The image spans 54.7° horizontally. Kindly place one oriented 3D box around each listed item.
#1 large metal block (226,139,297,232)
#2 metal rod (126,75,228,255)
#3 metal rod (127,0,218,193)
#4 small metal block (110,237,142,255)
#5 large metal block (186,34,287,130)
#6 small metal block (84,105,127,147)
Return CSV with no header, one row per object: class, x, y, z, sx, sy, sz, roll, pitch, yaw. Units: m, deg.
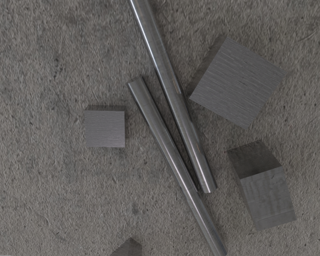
large metal block,0.131,0.073,0.409,0.050,0.080,0.080,-20,109,7
metal rod,0.031,0.066,0.434,0.025,0.025,0.299,-24,109,8
metal rod,0.017,-0.046,0.393,0.025,0.025,0.299,-20,109,7
small metal block,-0.055,0.205,0.471,0.025,0.050,0.050,42,105,-14
large metal block,0.088,-0.057,0.376,0.080,0.050,0.080,28,108,-10
small metal block,-0.070,-0.003,0.408,0.050,0.025,0.050,1,110,-1
